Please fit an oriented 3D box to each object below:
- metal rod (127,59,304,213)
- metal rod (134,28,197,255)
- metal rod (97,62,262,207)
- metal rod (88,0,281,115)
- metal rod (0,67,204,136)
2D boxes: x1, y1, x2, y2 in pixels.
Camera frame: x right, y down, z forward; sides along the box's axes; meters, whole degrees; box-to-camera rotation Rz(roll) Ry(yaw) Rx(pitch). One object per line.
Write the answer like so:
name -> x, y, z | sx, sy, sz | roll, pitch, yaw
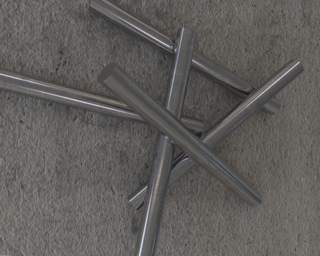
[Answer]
metal rod -> 0.081, 0.005, 0.421 | 0.301, 0.025, 0.025 | -39, 103, -9
metal rod -> 0.006, 0.024, 0.381 | 0.025, 0.025, 0.298 | 13, 85, -20
metal rod -> 0.045, 0.027, 0.379 | 0.301, 0.025, 0.025 | 40, 77, -34
metal rod -> 0.046, -0.093, 0.425 | 0.302, 0.025, 0.025 | 26, 82, -18
metal rod -> -0.084, -0.032, 0.377 | 0.302, 0.025, 0.025 | 13, 86, -20
